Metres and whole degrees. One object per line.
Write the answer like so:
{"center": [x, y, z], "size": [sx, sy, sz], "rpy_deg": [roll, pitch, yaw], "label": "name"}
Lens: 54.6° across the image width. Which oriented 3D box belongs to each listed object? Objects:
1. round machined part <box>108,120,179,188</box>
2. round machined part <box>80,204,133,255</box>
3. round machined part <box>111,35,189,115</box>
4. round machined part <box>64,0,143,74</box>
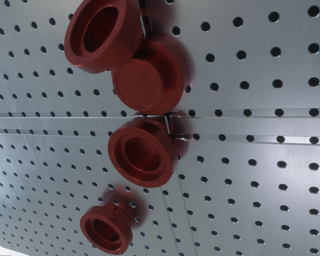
{"center": [-0.020, 0.032, 0.431], "size": [0.098, 0.042, 0.097], "rpy_deg": [13, 124, 21], "label": "round machined part"}
{"center": [-0.091, 0.177, 0.559], "size": [0.098, 0.042, 0.097], "rpy_deg": [13, 124, 21], "label": "round machined part"}
{"center": [-0.018, -0.058, 0.374], "size": [0.098, 0.042, 0.097], "rpy_deg": [13, 124, 21], "label": "round machined part"}
{"center": [-0.058, -0.105, 0.345], "size": [0.098, 0.098, 0.042], "rpy_deg": [-15, 154, 34], "label": "round machined part"}
